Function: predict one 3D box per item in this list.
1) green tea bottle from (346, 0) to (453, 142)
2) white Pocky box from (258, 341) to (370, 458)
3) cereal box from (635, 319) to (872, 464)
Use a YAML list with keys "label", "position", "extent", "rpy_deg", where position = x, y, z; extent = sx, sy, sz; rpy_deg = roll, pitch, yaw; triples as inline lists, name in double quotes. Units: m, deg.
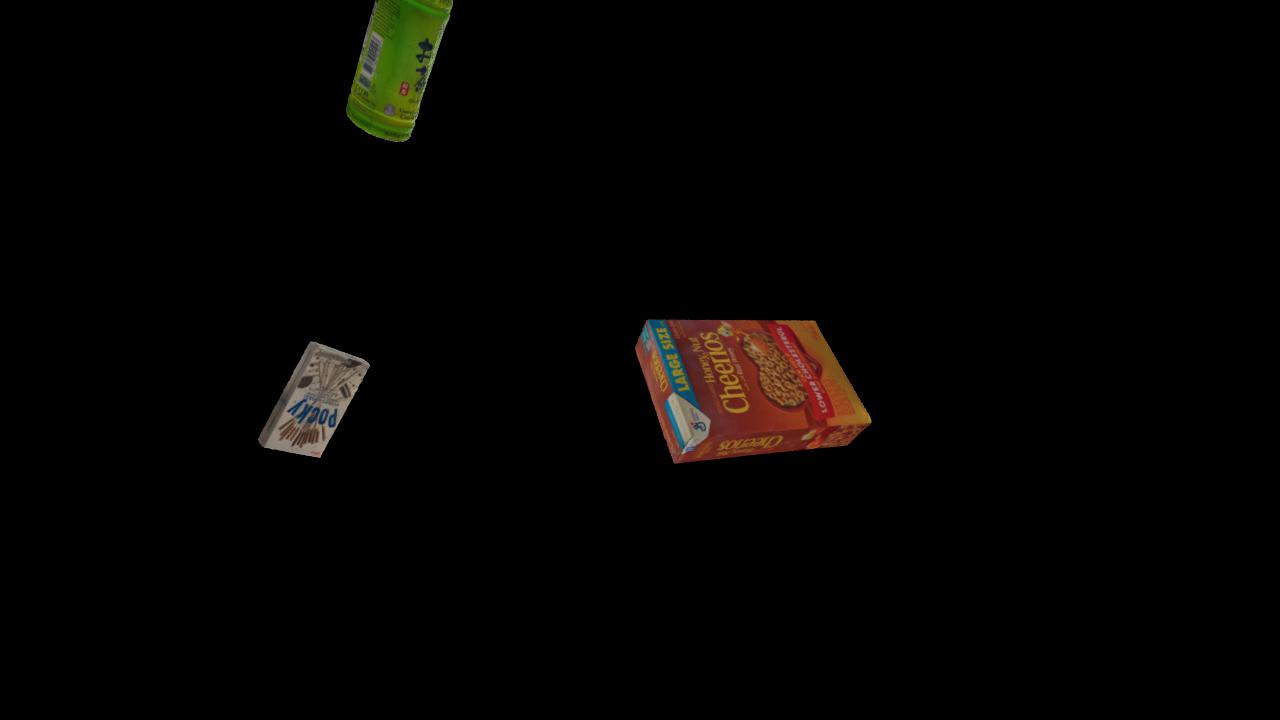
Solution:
- label: "green tea bottle"
  position: [-0.240, -0.334, 0.629]
  extent: [0.073, 0.212, 0.073]
  rpy_deg: [24, 33, -17]
- label: "white Pocky box"
  position: [-0.453, 0.057, 0.857]
  extent: [0.028, 0.154, 0.084]
  rpy_deg: [26, -2, 37]
- label: "cereal box"
  position: [0.163, 0.036, 0.907]
  extent: [0.306, 0.203, 0.081]
  rpy_deg: [-1, -38, -24]
